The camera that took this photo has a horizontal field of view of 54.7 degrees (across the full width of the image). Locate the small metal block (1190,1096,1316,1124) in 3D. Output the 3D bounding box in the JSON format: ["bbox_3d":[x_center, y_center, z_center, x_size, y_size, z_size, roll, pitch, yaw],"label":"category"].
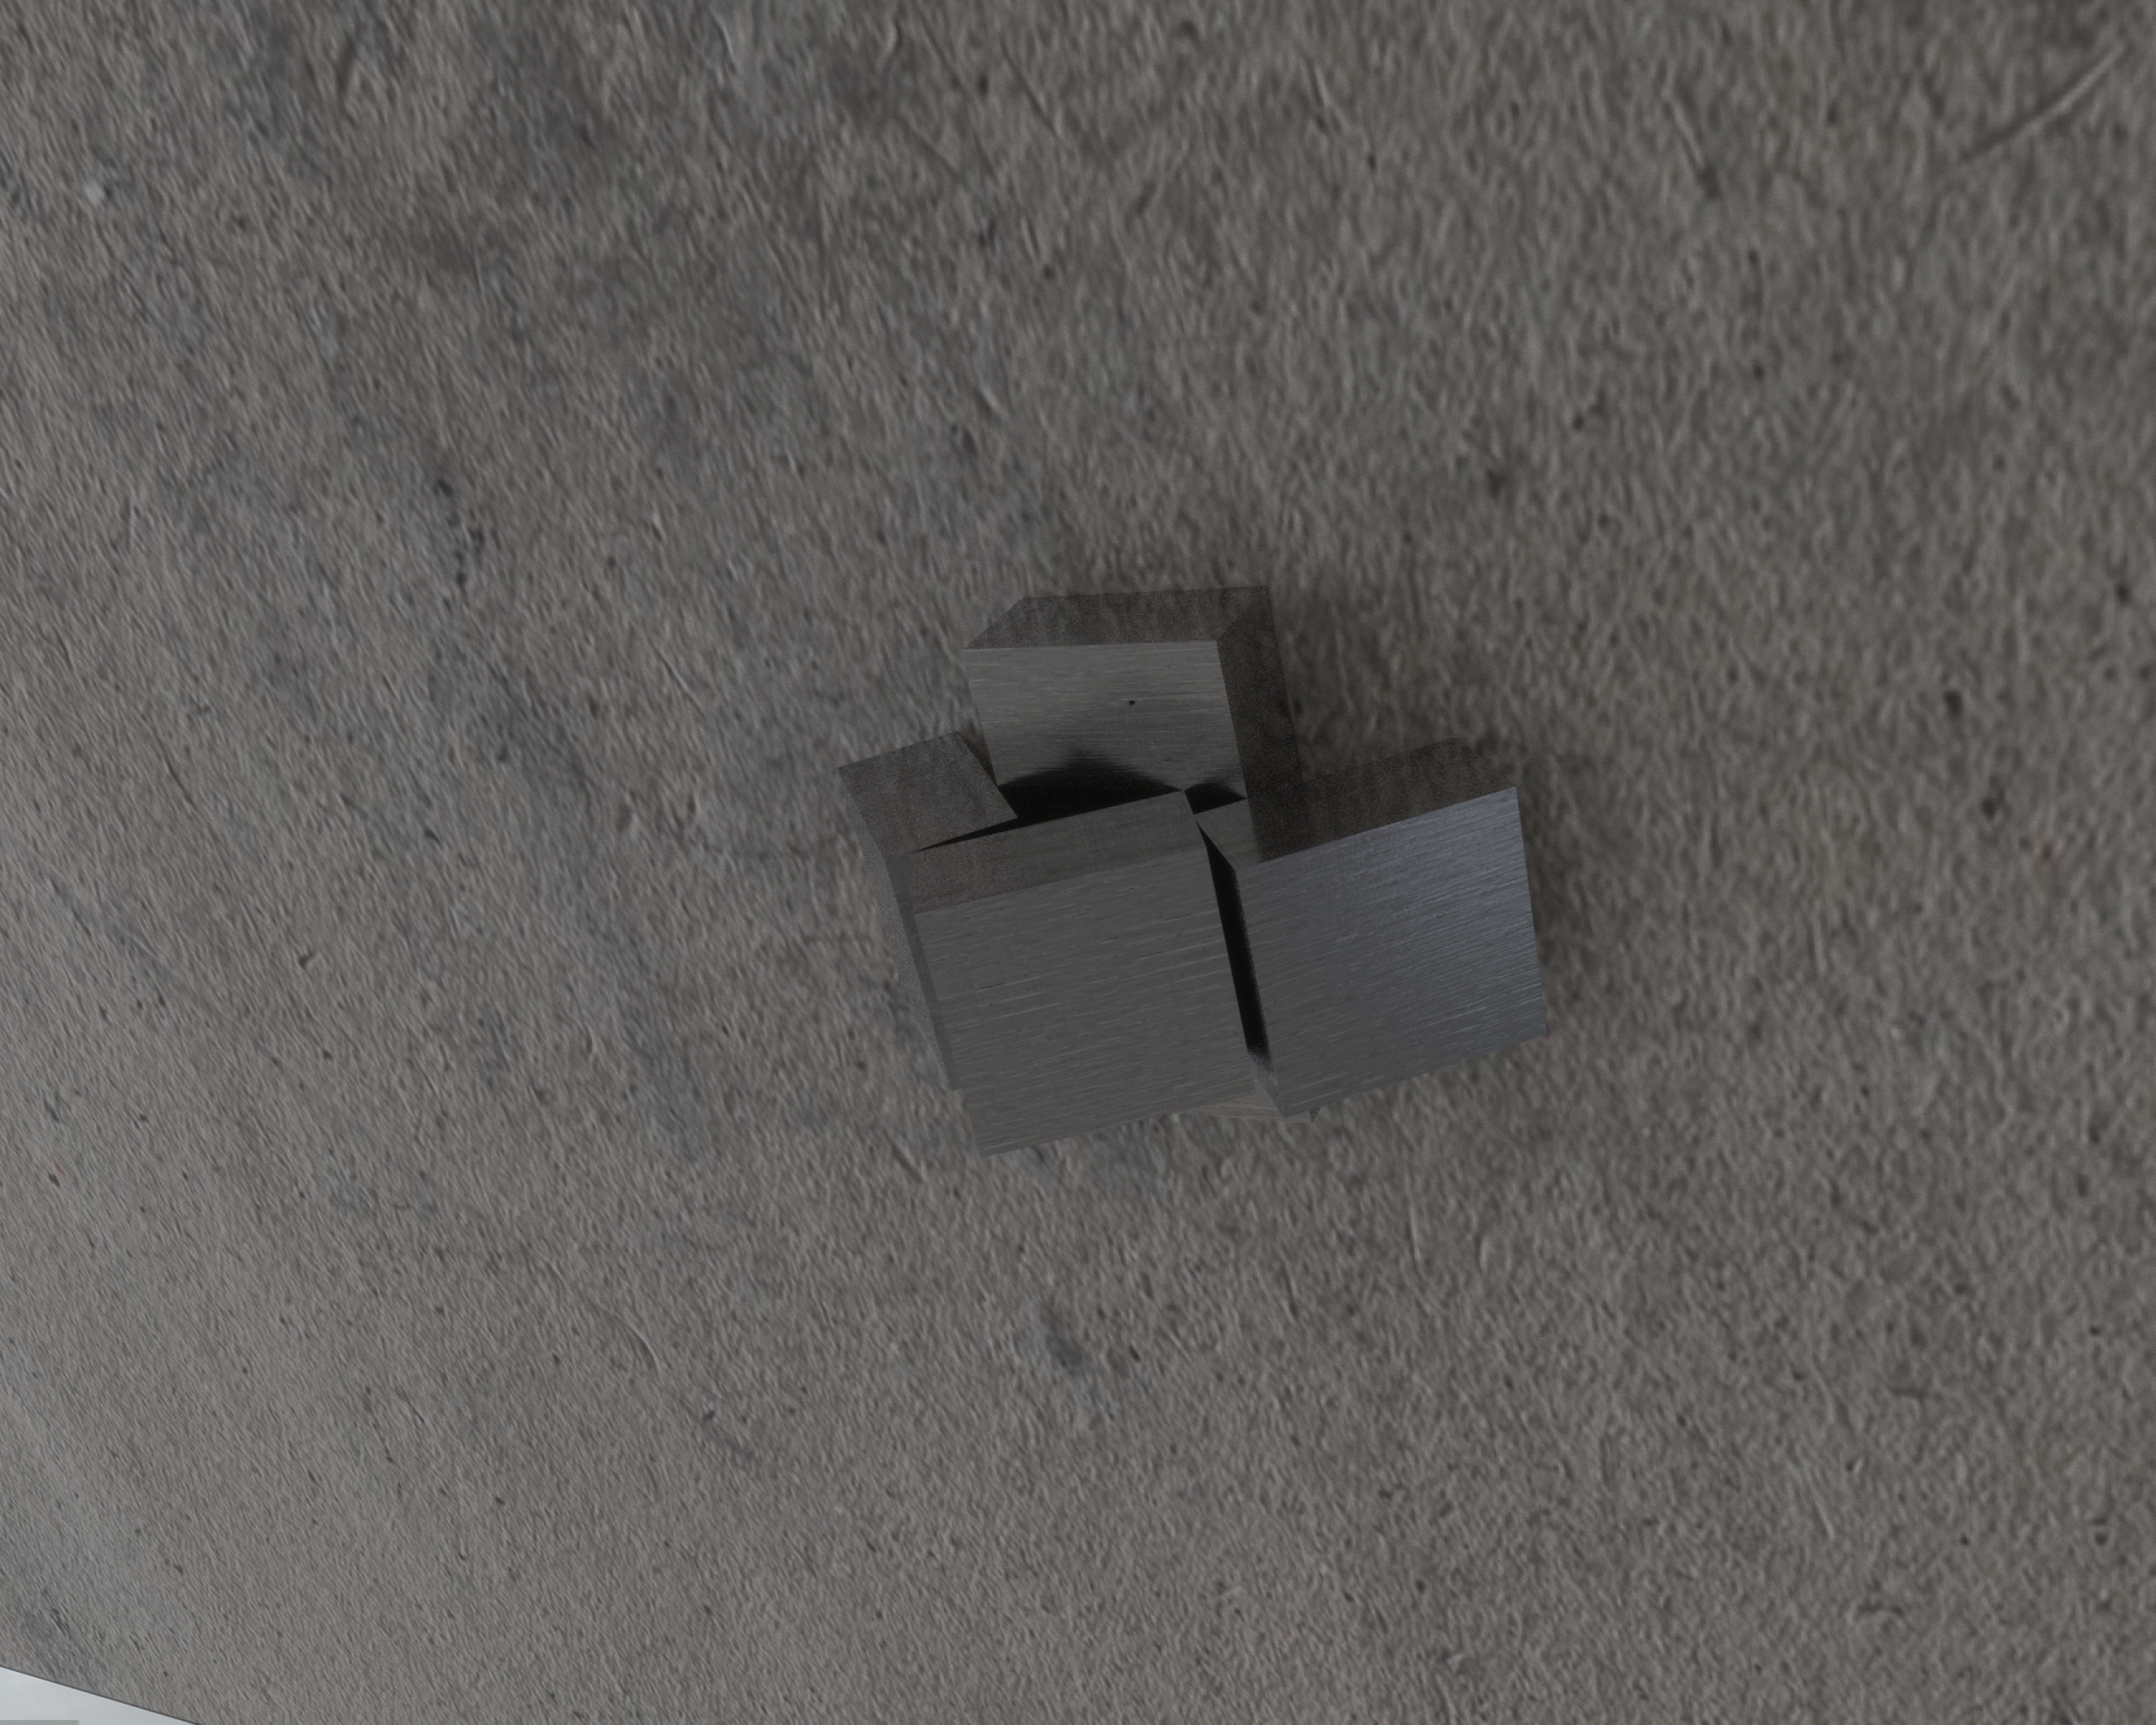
[{"bbox_3d":[0.022,0.022,0.409,0.050,0.025,0.050,1,119,28],"label":"small metal block"}]

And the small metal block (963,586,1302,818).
[{"bbox_3d":[0.012,-0.022,0.387,0.050,0.025,0.050,1,119,28],"label":"small metal block"}]

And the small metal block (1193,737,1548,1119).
[{"bbox_3d":[0.052,0.011,0.370,0.050,0.025,0.050,-17,116,-8],"label":"small metal block"}]

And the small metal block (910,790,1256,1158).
[{"bbox_3d":[0.001,0.020,0.372,0.050,0.025,0.050,-13,115,-1],"label":"small metal block"}]

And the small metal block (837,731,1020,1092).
[{"bbox_3d":[-0.024,0.008,0.406,0.025,0.050,0.050,-18,116,-9],"label":"small metal block"}]
